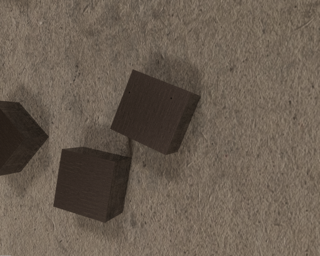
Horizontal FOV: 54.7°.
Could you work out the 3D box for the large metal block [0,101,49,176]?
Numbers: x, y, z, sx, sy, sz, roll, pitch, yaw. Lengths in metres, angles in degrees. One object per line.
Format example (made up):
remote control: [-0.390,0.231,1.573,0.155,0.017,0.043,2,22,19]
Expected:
large metal block: [-0.235,0.015,0.476,0.080,0.050,0.080,45,104,14]

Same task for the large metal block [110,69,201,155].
large metal block: [-0.005,-0.020,0.397,0.080,0.050,0.080,24,98,18]

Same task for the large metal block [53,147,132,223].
large metal block: [-0.092,0.074,0.427,0.080,0.050,0.079,11,94,19]
